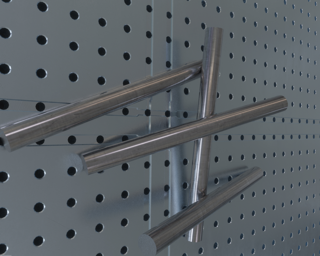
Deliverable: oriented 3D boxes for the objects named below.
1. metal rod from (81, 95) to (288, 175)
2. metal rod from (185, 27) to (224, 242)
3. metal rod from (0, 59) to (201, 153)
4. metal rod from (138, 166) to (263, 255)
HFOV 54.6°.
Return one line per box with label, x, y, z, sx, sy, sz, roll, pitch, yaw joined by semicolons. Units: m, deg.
metal rod;0.049;0.002;0.402;0.302;0.025;0.025;-16;101;-24
metal rod;0.062;0.012;0.439;0.025;0.025;0.298;2;95;-40
metal rod;-0.035;-0.041;0.378;0.302;0.025;0.025;-26;106;-37
metal rod;0.079;0.101;0.435;0.302;0.025;0.025;-12;98;-51
